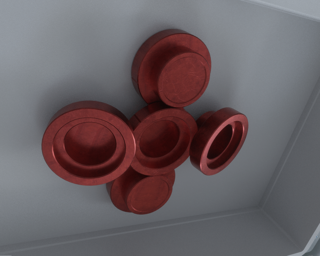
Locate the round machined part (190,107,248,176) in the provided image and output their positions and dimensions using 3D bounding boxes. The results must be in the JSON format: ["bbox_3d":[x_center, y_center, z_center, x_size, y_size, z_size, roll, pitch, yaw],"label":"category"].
[{"bbox_3d":[0.076,0.015,0.435,0.099,0.042,0.097,-28,135,-31],"label":"round machined part"}]

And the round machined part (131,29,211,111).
[{"bbox_3d":[0.019,-0.063,0.367,0.099,0.042,0.097,-14,124,-21],"label":"round machined part"}]

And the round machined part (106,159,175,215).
[{"bbox_3d":[-0.022,0.082,0.434,0.099,0.042,0.097,-14,124,-21],"label":"round machined part"}]

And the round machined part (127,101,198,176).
[{"bbox_3d":[-0.004,0.010,0.398,0.099,0.042,0.097,-14,124,-21],"label":"round machined part"}]

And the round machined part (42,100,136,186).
[{"bbox_3d":[-0.078,0.014,0.351,0.099,0.042,0.097,-4,117,-7],"label":"round machined part"}]
